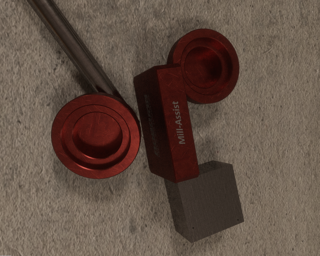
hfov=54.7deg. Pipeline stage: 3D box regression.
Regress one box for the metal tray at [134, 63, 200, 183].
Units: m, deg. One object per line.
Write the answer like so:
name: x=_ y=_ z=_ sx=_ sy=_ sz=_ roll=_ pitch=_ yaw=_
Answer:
metal tray: x=0.005 y=-0.006 z=0.377 sx=0.030 sy=0.090 sz=0.129 roll=-12 pitch=94 yaw=-20

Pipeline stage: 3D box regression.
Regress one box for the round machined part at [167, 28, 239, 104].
round machined part: x=0.054 y=-0.081 z=0.421 sx=0.099 sy=0.042 sz=0.097 roll=0 pitch=90 yaw=-21

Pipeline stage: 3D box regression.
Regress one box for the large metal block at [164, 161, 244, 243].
large metal block: x=0.058 y=0.095 z=0.419 sx=0.081 sy=0.050 sz=0.080 roll=-14 pitch=95 yaw=-20

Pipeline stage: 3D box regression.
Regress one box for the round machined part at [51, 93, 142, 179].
round machined part: x=-0.071 y=0.006 z=0.362 sx=0.099 sy=0.042 sz=0.097 roll=0 pitch=104 yaw=-1

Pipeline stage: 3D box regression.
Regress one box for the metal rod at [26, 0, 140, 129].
metal rod: x=-0.120 y=-0.121 z=0.364 sx=0.025 sy=0.025 sz=0.299 roll=-39 pitch=103 yaw=-16
